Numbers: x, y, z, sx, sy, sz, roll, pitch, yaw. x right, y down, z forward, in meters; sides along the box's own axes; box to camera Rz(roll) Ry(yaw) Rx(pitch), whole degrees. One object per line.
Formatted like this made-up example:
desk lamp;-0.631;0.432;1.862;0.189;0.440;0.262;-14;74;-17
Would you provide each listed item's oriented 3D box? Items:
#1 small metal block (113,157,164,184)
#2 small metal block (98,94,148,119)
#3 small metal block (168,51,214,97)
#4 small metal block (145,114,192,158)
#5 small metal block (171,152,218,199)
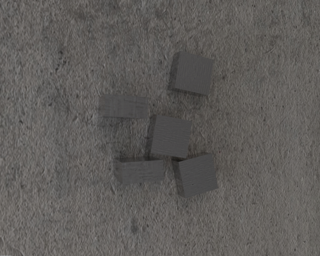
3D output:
small metal block;-0.028;0.051;0.385;0.050;0.050;0.025;-2;91;-20
small metal block;-0.046;-0.025;0.378;0.050;0.050;0.025;3;89;-20
small metal block;0.042;-0.073;0.424;0.050;0.025;0.050;10;87;-20
small metal block;0.011;0.011;0.413;0.050;0.025;0.050;10;87;-20
small metal block;0.048;0.064;0.427;0.050;0.025;0.050;-12;94;-20
